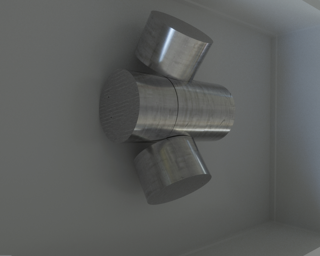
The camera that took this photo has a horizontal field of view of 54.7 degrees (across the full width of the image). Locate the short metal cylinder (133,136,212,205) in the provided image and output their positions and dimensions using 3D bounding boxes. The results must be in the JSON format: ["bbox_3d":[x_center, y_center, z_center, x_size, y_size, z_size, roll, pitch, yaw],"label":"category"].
[{"bbox_3d":[0.014,0.052,0.371,0.081,0.080,0.050,0,56,-40],"label":"short metal cylinder"}]

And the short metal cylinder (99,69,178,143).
[{"bbox_3d":[-0.026,-0.023,0.347,0.050,0.080,0.080,2,89,-40],"label":"short metal cylinder"}]

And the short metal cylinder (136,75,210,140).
[{"bbox_3d":[0.014,-0.022,0.380,0.050,0.080,0.080,2,89,-40],"label":"short metal cylinder"}]

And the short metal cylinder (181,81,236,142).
[{"bbox_3d":[0.052,-0.022,0.412,0.050,0.080,0.080,2,89,-40],"label":"short metal cylinder"}]

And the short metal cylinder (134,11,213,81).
[{"bbox_3d":[0.016,-0.099,0.372,0.081,0.080,0.050,2,127,-40],"label":"short metal cylinder"}]
